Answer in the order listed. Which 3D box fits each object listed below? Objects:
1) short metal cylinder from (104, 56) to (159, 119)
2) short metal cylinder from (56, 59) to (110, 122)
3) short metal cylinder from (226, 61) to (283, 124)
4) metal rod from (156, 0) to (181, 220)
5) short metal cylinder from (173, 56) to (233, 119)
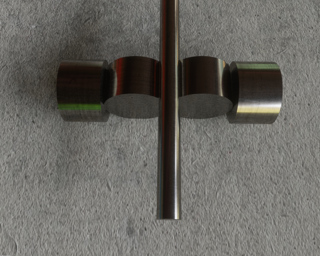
[{"bbox_3d":[-0.029,-0.049,0.398,0.080,0.080,0.050,1,70,0],"label":"short metal cylinder"},{"bbox_3d":[-0.094,-0.047,0.397,0.050,0.080,0.080,1,70,0],"label":"short metal cylinder"},{"bbox_3d":[0.117,-0.045,0.398,0.050,0.080,0.080,1,70,0],"label":"short metal cylinder"},{"bbox_3d":[0.011,-0.048,0.362,0.025,0.025,0.299,1,70,0],"label":"metal rod"},{"bbox_3d":[0.051,-0.049,0.398,0.080,0.080,0.050,1,70,0],"label":"short metal cylinder"}]
